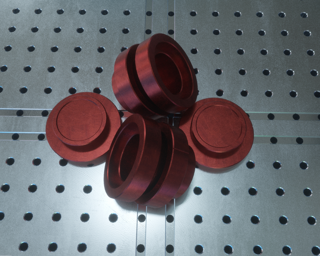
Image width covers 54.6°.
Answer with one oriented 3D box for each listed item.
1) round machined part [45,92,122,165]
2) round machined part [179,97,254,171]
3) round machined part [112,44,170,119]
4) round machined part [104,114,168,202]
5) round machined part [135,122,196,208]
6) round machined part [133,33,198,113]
[{"bbox_3d":[-0.100,-0.004,0.403,0.099,0.042,0.098,0,70,0],"label":"round machined part"},{"bbox_3d":[0.073,0.004,0.402,0.099,0.042,0.098,0,70,0],"label":"round machined part"},{"bbox_3d":[-0.024,-0.056,0.405,0.042,0.099,0.098,-21,65,35],"label":"round machined part"},{"bbox_3d":[-0.024,0.036,0.355,0.042,0.098,0.098,21,68,-27],"label":"round machined part"},{"bbox_3d":[0.005,0.046,0.366,0.042,0.098,0.098,21,68,-26],"label":"round machined part"},{"bbox_3d":[0.003,-0.064,0.390,0.042,0.099,0.098,-21,65,35],"label":"round machined part"}]
